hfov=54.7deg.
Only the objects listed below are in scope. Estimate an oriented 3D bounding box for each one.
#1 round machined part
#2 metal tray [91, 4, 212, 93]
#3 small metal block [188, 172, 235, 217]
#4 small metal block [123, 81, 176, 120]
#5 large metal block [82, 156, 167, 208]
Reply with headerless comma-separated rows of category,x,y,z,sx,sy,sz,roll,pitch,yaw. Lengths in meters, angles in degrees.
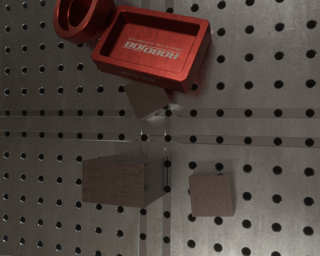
round machined part,-0.100,-0.162,0.426,0.098,0.042,0.098,-10,74,36
metal tray,-0.011,-0.104,0.396,0.130,0.030,0.090,17,73,18
small metal block,0.066,0.083,0.389,0.050,0.025,0.050,-6,88,19
small metal block,-0.014,-0.044,0.417,0.050,0.025,0.050,-26,82,17
large metal block,-0.042,0.064,0.397,0.080,0.080,0.050,1,90,19
